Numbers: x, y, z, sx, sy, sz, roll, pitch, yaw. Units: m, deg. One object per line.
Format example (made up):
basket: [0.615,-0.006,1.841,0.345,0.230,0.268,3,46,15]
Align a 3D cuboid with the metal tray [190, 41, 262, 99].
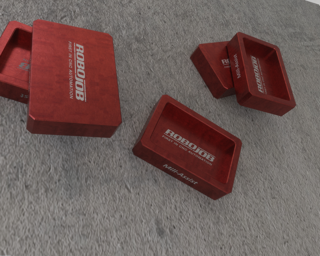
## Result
metal tray: [0.126,-0.105,0.532,0.131,0.030,0.090,-16,70,-34]

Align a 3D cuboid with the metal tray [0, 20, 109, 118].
metal tray: [-0.127,-0.066,0.371,0.131,0.030,0.090,18,55,-18]

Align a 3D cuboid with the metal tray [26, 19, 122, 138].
metal tray: [-0.095,-0.055,0.343,0.091,0.030,0.130,4,60,-26]

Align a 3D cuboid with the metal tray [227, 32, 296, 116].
metal tray: [0.162,-0.088,0.501,0.091,0.030,0.130,12,57,-22]

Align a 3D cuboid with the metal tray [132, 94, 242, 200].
metal tray: [0.040,0.024,0.406,0.130,0.030,0.090,31,52,-9]
